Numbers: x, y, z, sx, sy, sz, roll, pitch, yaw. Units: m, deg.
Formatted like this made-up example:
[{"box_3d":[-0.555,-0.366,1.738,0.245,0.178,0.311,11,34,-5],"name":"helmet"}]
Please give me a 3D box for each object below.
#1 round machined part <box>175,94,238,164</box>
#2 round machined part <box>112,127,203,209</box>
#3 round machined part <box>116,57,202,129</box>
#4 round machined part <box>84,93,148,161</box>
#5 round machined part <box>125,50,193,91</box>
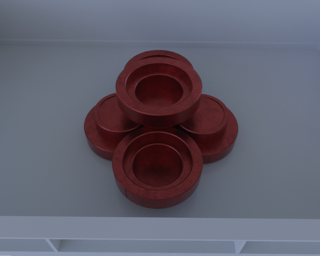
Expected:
[{"box_3d":[0.051,-0.006,0.397,0.099,0.042,0.098,0,50,0],"name":"round machined part"},{"box_3d":[-0.003,0.047,0.352,0.099,0.042,0.098,0,50,0],"name":"round machined part"},{"box_3d":[-0.001,-0.037,0.368,0.099,0.042,0.098,0,50,0],"name":"round machined part"},{"box_3d":[-0.048,-0.009,0.398,0.099,0.042,0.098,0,50,0],"name":"round machined part"},{"box_3d":[-0.002,-0.066,0.447,0.099,0.042,0.098,0,50,0],"name":"round machined part"}]
